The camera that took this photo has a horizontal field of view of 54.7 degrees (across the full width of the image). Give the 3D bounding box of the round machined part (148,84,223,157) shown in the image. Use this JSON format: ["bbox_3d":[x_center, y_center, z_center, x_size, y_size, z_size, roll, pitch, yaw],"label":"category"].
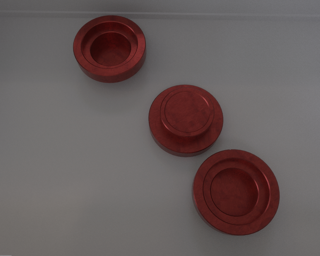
[{"bbox_3d":[0.034,-0.014,0.406,0.099,0.042,0.098,0,70,0],"label":"round machined part"}]

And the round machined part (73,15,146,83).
[{"bbox_3d":[-0.068,-0.107,0.439,0.099,0.042,0.098,0,70,0],"label":"round machined part"}]

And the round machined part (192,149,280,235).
[{"bbox_3d":[0.087,0.078,0.373,0.099,0.042,0.098,0,70,0],"label":"round machined part"}]
